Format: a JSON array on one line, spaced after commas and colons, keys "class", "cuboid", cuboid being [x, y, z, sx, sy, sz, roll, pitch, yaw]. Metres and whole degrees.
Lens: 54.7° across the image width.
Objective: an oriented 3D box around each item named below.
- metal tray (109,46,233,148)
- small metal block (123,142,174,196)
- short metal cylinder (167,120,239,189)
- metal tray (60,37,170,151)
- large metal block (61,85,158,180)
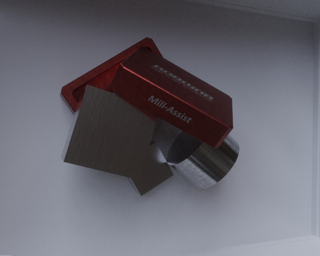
[{"class": "metal tray", "cuboid": [0.019, -0.039, 0.351, 0.130, 0.090, 0.030, 29, 119, -4]}, {"class": "small metal block", "cuboid": [-0.018, 0.052, 0.403, 0.050, 0.025, 0.050, -31, 100, -18]}, {"class": "short metal cylinder", "cuboid": [0.055, 0.031, 0.402, 0.050, 0.080, 0.080, 41, 77, -16]}, {"class": "metal tray", "cuboid": [-0.045, -0.043, 0.390, 0.131, 0.030, 0.090, -36, 102, -17]}, {"class": "large metal block", "cuboid": [-0.056, 0.006, 0.342, 0.081, 0.050, 0.080, 17, 84, -20]}]
